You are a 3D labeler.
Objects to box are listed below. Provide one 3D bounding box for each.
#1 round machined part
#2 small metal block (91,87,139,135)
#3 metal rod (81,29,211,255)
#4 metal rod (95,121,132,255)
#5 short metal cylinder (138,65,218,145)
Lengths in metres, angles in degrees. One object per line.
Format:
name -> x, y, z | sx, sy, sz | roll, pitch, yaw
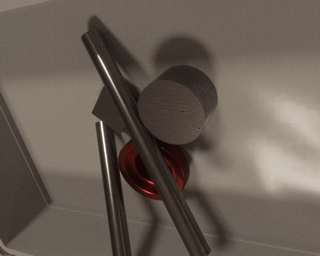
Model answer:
round machined part -> -0.005, 0.049, 0.429 | 0.098, 0.042, 0.097 | 13, 124, 20
small metal block -> -0.059, -0.028, 0.421 | 0.050, 0.025, 0.050 | 37, 129, 3
metal rod -> -0.018, 0.018, 0.376 | 0.025, 0.025, 0.299 | -29, 87, 37
metal rod -> -0.057, 0.137, 0.423 | 0.025, 0.025, 0.298 | -16, 78, 34
short metal cylinder -> 0.021, -0.027, 0.363 | 0.080, 0.050, 0.079 | 13, 124, 20
